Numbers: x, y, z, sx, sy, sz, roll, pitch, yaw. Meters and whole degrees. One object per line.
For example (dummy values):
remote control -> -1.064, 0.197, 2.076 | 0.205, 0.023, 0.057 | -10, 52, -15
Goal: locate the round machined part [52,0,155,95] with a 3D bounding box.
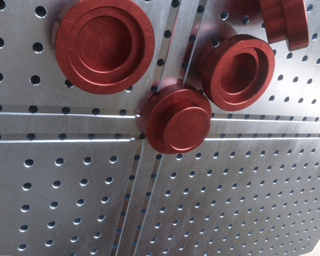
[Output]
round machined part -> -0.058, -0.087, 0.314 | 0.099, 0.042, 0.097 | -14, 124, -21

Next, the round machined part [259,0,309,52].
round machined part -> 0.144, -0.138, 0.368 | 0.042, 0.098, 0.098 | -12, 133, 22

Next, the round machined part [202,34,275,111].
round machined part -> 0.097, -0.074, 0.406 | 0.099, 0.042, 0.097 | -14, 125, -20

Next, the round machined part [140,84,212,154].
round machined part -> 0.027, -0.006, 0.411 | 0.099, 0.042, 0.097 | -14, 124, -21
